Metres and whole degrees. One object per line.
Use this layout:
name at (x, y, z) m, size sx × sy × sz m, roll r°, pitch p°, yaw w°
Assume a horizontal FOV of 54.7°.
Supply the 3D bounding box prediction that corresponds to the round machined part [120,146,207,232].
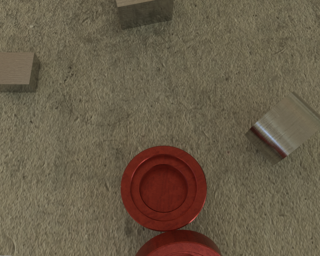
round machined part at (0.004, 0.074, 0.372) m, size 0.099 × 0.042 × 0.098 m, roll 0°, pitch 70°, yaw -1°

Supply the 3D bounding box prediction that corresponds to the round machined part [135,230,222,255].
round machined part at (0.019, 0.150, 0.328) m, size 0.099 × 0.042 × 0.097 m, roll -2°, pitch 106°, yaw -6°

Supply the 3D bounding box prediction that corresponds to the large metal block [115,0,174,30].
large metal block at (-0.029, -0.204, 0.469) m, size 0.081 × 0.050 × 0.080 m, roll -13°, pitch 71°, yaw -5°

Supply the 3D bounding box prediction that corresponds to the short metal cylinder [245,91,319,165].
short metal cylinder at (0.152, 0.001, 0.381) m, size 0.080 × 0.080 × 0.050 m, roll -37°, pitch 75°, yaw -13°

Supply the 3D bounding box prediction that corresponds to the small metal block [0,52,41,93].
small metal block at (-0.200, -0.078, 0.434) m, size 0.050 × 0.025 × 0.050 m, roll 0°, pitch 70°, yaw 0°
